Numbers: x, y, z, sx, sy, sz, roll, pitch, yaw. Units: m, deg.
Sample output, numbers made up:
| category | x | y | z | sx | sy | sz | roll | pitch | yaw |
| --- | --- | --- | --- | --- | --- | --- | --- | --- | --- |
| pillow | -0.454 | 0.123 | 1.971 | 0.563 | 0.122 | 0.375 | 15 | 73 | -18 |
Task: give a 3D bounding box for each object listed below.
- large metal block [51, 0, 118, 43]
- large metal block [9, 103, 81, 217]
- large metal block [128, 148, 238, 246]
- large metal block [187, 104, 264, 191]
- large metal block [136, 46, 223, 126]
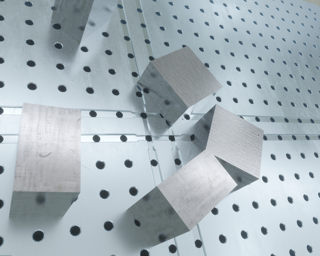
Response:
| category | x | y | z | sx | sy | sz | roll | pitch | yaw |
| --- | --- | --- | --- | --- | --- | --- | --- | --- | --- |
| large metal block | -0.098 | -0.179 | 0.429 | 0.050 | 0.080 | 0.080 | 37 | 51 | -4 |
| large metal block | -0.109 | 0.034 | 0.293 | 0.050 | 0.080 | 0.080 | 7 | 59 | -25 |
| large metal block | 0.023 | 0.076 | 0.339 | 0.081 | 0.080 | 0.050 | -31 | 79 | -38 |
| large metal block | 0.090 | 0.027 | 0.423 | 0.080 | 0.050 | 0.080 | 28 | 52 | -11 |
| large metal block | 0.028 | -0.062 | 0.444 | 0.081 | 0.050 | 0.080 | -32 | 80 | -38 |
